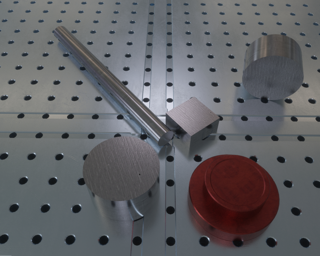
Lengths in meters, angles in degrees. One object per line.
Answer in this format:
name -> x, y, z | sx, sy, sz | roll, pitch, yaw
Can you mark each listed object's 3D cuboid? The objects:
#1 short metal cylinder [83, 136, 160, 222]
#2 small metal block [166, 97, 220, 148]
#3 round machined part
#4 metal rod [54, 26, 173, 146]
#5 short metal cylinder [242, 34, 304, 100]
short metal cylinder -> -0.040, 0.056, 0.344 | 0.081, 0.050, 0.080 | 0, 50, 0
small metal block -> 0.043, -0.009, 0.415 | 0.050, 0.025, 0.050 | -31, 57, -23
round machined part -> 0.081, 0.068, 0.340 | 0.099, 0.042, 0.098 | 0, 50, 0
metal rod -> -0.084, -0.078, 0.471 | 0.025, 0.025, 0.300 | -31, 57, -23
short metal cylinder -> 0.162, -0.086, 0.446 | 0.080, 0.080, 0.050 | 10, 51, 8
